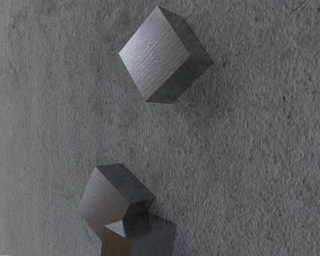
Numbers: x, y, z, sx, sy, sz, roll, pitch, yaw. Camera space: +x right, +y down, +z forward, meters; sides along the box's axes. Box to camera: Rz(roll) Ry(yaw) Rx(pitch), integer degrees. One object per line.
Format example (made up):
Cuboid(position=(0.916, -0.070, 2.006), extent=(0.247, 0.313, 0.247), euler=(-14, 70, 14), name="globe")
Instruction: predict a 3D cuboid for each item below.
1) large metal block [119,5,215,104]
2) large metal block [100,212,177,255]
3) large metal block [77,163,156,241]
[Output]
Cuboid(position=(0.006, -0.087, 0.384), extent=(0.080, 0.050, 0.080), euler=(-43, 64, 31), name="large metal block")
Cuboid(position=(-0.028, 0.161, 0.392), extent=(0.050, 0.081, 0.079), euler=(12, 98, 39), name="large metal block")
Cuboid(position=(-0.064, 0.108, 0.441), extent=(0.080, 0.050, 0.079), euler=(39, 114, 33), name="large metal block")
